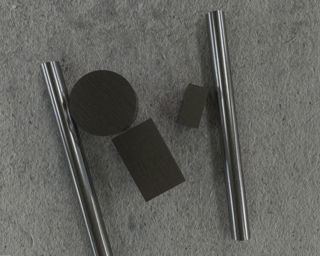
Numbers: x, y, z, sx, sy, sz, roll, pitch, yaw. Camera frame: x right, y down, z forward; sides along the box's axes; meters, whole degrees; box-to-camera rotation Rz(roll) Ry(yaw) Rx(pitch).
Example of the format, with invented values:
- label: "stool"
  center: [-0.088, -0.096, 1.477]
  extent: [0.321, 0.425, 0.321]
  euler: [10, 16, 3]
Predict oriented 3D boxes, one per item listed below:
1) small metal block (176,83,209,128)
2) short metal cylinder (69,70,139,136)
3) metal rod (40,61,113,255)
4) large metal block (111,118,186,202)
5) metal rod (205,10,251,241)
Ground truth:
- label: "small metal block"
  center: [0.041, -0.027, 0.398]
  extent: [0.025, 0.050, 0.050]
  euler: [16, 90, 0]
- label: "short metal cylinder"
  center: [-0.069, -0.030, 0.397]
  extent: [0.081, 0.050, 0.079]
  euler: [0, 90, -1]
- label: "metal rod"
  center: [-0.105, 0.060, 0.408]
  extent: [0.025, 0.025, 0.298]
  euler: [-16, 90, 0]
- label: "large metal block"
  center: [-0.013, 0.035, 0.382]
  extent: [0.050, 0.080, 0.080]
  euler: [-29, 90, 0]
- label: "metal rod"
  center: [0.090, -0.003, 0.411]
  extent: [0.025, 0.025, 0.298]
  euler: [-7, 90, 0]
